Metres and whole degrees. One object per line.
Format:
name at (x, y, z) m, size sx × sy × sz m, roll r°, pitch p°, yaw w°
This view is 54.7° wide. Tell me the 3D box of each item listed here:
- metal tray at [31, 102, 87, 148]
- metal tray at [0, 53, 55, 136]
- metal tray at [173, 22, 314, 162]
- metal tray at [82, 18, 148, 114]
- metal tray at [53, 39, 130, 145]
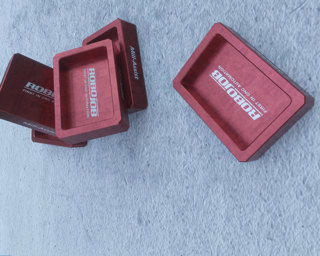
metal tray at (-0.181, -0.015, 0.551) m, size 0.130 × 0.030 × 0.089 m, roll 4°, pitch 92°, yaw 40°
metal tray at (-0.162, -0.040, 0.452) m, size 0.030 × 0.131 × 0.090 m, roll -25°, pitch 51°, yaw 48°
metal tray at (0.082, -0.039, 0.334) m, size 0.130 × 0.030 × 0.090 m, roll 52°, pitch 120°, yaw 27°
metal tray at (-0.069, -0.082, 0.458) m, size 0.090 × 0.030 × 0.129 m, roll -15°, pitch 81°, yaw 39°
metal tray at (-0.095, -0.050, 0.421) m, size 0.090 × 0.030 × 0.130 m, roll -13°, pitch 68°, yaw 9°
